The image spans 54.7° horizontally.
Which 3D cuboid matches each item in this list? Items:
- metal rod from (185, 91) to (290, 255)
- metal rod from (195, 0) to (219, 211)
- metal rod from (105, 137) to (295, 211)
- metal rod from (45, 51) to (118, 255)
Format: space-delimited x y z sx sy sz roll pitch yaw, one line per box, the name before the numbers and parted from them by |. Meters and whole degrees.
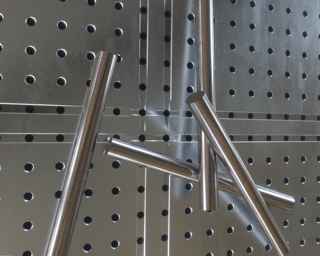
metal rod | 0.116 0.077 0.424 0.025 0.025 0.299 -41 116 -15
metal rod | 0.063 -0.042 0.421 0.025 0.025 0.298 2 84 -20
metal rod | 0.069 0.071 0.439 0.302 0.025 0.025 20 83 -19
metal rod | -0.100 0.053 0.376 0.025 0.025 0.298 15 85 -20
